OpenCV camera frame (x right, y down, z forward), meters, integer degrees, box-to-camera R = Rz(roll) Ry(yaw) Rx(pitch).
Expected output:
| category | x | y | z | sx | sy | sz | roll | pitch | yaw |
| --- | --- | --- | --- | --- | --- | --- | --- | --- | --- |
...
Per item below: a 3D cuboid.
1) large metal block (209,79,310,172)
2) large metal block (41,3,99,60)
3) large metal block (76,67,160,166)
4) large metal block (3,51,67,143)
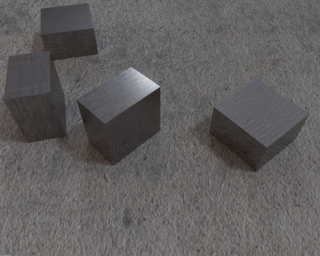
| category | x | y | z | sx | sy | sz | roll | pitch | yaw |
| --- | --- | --- | --- | --- | --- | --- | --- | --- | --- |
| large metal block | 0.122 | -0.006 | 0.392 | 0.080 | 0.050 | 0.080 | -32 | 57 | -24 |
| large metal block | -0.153 | -0.163 | 0.523 | 0.081 | 0.050 | 0.080 | -11 | 51 | -9 |
| large metal block | -0.046 | -0.014 | 0.379 | 0.080 | 0.080 | 0.050 | -37 | 59 | -27 |
| large metal block | -0.157 | -0.040 | 0.400 | 0.050 | 0.080 | 0.080 | -10 | 51 | -9 |
